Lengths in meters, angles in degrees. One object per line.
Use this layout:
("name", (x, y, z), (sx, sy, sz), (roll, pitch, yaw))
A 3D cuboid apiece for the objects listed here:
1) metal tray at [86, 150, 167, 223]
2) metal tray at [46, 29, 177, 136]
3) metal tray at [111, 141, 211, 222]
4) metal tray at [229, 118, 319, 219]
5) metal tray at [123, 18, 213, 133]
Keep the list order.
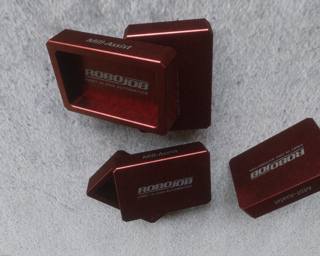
("metal tray", (-0.035, 0.096, 0.484), (0.131, 0.030, 0.090), (31, 123, -24))
("metal tray", (-0.048, -0.048, 0.328), (0.130, 0.030, 0.089), (15, 134, 18))
("metal tray", (0.004, 0.075, 0.435), (0.131, 0.030, 0.089), (-10, 116, -9))
("metal tray", (0.162, 0.053, 0.412), (0.130, 0.090, 0.030), (-33, 123, 25))
("metal tray", (0.013, -0.055, 0.358), (0.091, 0.030, 0.129), (-4, 130, 3))
